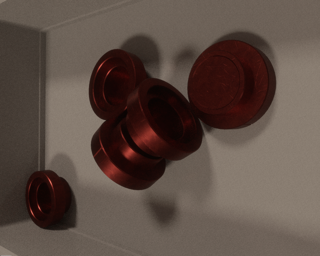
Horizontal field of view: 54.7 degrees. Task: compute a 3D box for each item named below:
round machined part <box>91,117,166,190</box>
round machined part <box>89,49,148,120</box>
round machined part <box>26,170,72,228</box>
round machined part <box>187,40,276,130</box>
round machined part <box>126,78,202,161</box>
[{"bbox_3d":[-0.031,0.024,0.383,0.042,0.099,0.098,-46,63,30],"label":"round machined part"},{"bbox_3d":[-0.053,-0.057,0.433,0.098,0.042,0.097,-6,81,41],"label":"round machined part"},{"bbox_3d":[-0.196,0.124,0.554,0.098,0.042,0.097,0,90,39],"label":"round machined part"},{"bbox_3d":[0.070,-0.047,0.337,0.098,0.042,0.097,0,90,39],"label":"round machined part"},{"bbox_3d":[0.000,-0.006,0.357,0.042,0.099,0.098,-37,68,34],"label":"round machined part"}]
